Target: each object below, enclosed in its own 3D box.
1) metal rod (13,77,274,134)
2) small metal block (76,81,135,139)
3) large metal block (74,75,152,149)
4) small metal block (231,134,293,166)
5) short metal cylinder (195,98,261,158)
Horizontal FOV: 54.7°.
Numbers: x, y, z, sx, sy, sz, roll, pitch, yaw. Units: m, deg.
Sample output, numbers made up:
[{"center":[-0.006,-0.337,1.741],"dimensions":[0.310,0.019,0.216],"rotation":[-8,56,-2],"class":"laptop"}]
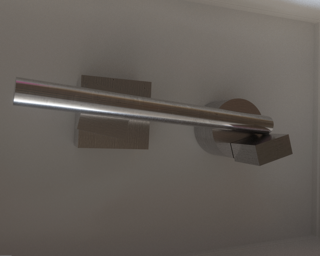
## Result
[{"center":[0.007,-0.018,0.338],"dimensions":[0.302,0.025,0.025],"rotation":[6,88,-28],"class":"metal rod"},{"center":[-0.060,-0.018,0.334],"dimensions":[0.050,0.025,0.050],"rotation":[14,85,-20],"class":"small metal block"},{"center":[-0.058,-0.017,0.373],"dimensions":[0.081,0.050,0.079],"rotation":[3,89,-20],"class":"large metal block"},{"center":[0.127,0.026,0.390],"dimensions":[0.050,0.050,0.025],"rotation":[-15,96,-20],"class":"small metal block"},{"center":[0.096,0.001,0.432],"dimensions":[0.081,0.050,0.079],"rotation":[0,90,-21],"class":"short metal cylinder"}]
